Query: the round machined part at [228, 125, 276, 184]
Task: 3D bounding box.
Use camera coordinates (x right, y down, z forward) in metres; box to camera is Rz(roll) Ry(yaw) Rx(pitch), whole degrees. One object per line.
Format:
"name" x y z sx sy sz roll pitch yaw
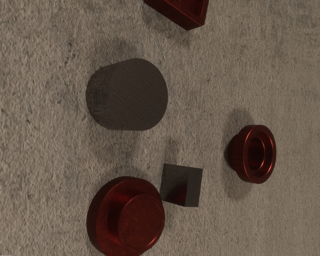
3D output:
"round machined part" 0.152 0.043 0.525 0.099 0.042 0.097 0 90 -40

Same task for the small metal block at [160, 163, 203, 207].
"small metal block" 0.027 0.076 0.414 0.025 0.050 0.050 14 81 -40

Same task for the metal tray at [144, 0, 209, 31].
"metal tray" 0.032 -0.215 0.429 0.091 0.030 0.129 19 78 -39

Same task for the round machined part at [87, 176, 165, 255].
"round machined part" -0.033 0.108 0.368 0.099 0.042 0.097 0 90 -40

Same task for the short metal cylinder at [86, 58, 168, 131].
"short metal cylinder" -0.037 -0.037 0.359 0.081 0.050 0.079 0 90 -40
